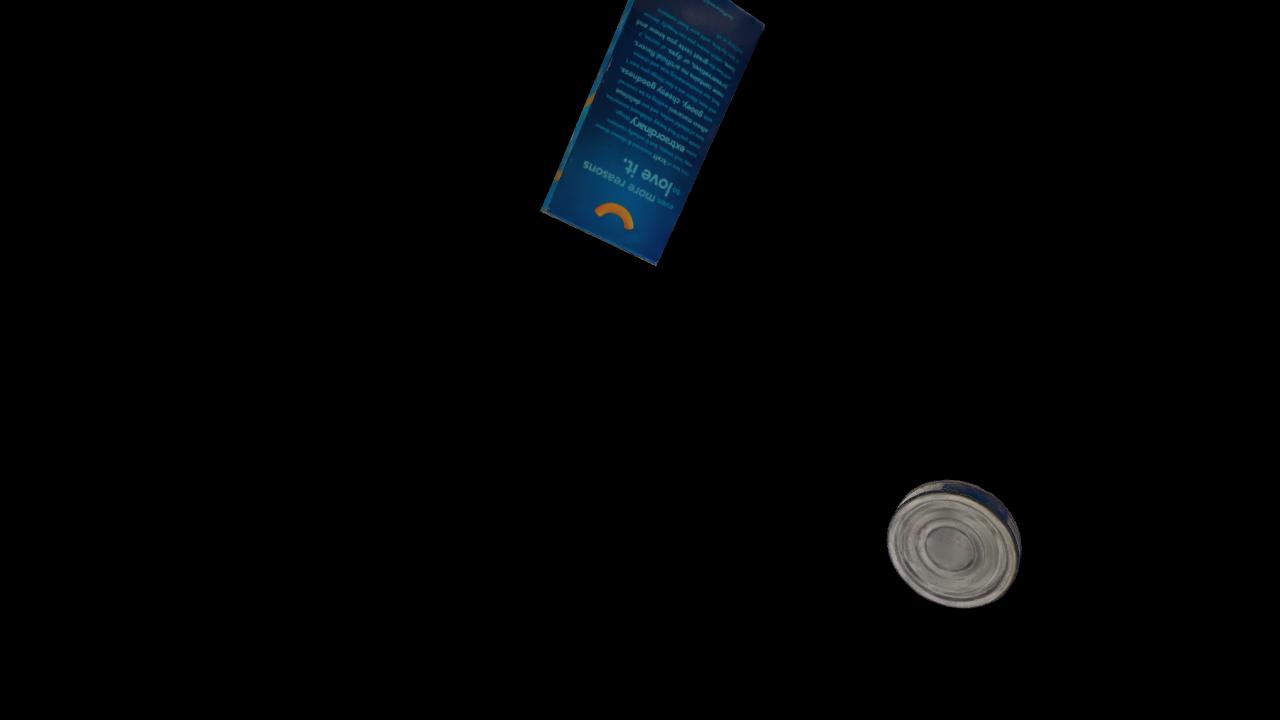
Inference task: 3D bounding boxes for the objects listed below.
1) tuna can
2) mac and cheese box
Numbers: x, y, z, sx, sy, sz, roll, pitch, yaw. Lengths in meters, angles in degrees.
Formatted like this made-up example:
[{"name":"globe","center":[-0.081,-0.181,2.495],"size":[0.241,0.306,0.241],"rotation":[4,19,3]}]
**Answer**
[{"name":"tuna can","center":[0.221,0.130,0.436],"size":[0.084,0.084,0.034],"rotation":[0,4,33]},{"name":"mac and cheese box","center":[0.007,-0.172,0.439],"size":[0.093,0.184,0.041],"rotation":[22,8,-22]}]
